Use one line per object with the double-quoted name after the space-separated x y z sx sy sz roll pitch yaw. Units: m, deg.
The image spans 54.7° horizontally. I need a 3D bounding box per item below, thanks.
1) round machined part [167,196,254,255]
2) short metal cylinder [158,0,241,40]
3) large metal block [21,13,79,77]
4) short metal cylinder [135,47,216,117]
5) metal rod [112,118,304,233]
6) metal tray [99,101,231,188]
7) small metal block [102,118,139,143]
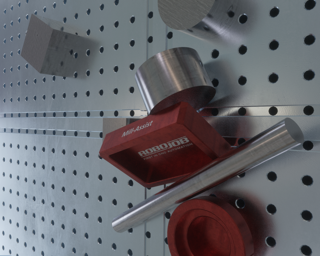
0.059 0.125 0.349 0.098 0.042 0.097 0 90 40 "round machined part"
0.044 -0.147 0.356 0.080 0.050 0.079 0 90 40 "short metal cylinder"
-0.200 -0.148 0.558 0.080 0.050 0.079 38 113 33 "large metal block"
0.017 -0.048 0.358 0.080 0.081 0.050 -34 67 35 "short metal cylinder"
0.027 0.072 0.360 0.299 0.025 0.025 -39 66 42 "metal rod"
0.004 0.027 0.363 0.130 0.090 0.030 -22 40 38 "metal tray"
-0.059 0.010 0.458 0.050 0.025 0.050 2 91 40 "small metal block"
